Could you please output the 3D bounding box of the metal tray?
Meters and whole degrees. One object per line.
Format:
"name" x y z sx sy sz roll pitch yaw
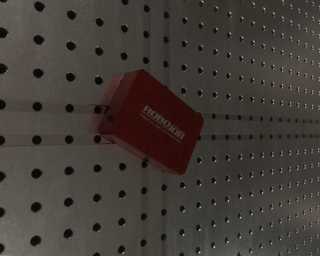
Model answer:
"metal tray" -0.005 -0.004 0.404 0.130 0.030 0.090 35 68 -35
